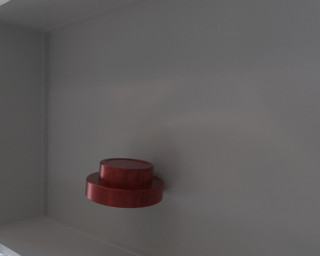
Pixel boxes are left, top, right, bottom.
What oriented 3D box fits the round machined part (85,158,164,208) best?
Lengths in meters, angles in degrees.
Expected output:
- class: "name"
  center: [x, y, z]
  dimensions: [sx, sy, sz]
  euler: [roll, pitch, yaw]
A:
- class: "round machined part"
  center: [-0.044, 0.065, 0.397]
  dimensions: [0.098, 0.099, 0.042]
  euler: [9, 96, 40]
